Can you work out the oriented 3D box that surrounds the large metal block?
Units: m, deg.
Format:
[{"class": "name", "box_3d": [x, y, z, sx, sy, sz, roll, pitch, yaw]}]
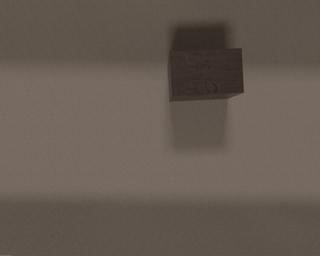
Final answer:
[{"class": "large metal block", "box_3d": [0.052, -0.063, 0.385, 0.081, 0.080, 0.050, -3, 90, -1]}]
